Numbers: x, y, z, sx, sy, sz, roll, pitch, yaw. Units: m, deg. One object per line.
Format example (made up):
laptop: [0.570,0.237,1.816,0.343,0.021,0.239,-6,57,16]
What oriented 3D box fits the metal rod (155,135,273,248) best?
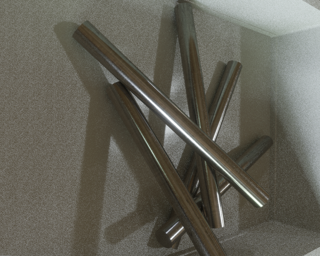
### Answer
metal rod: [0.100,0.078,0.468,0.302,0.025,0.025,-29,108,-43]

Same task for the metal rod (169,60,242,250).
metal rod: [0.067,0.028,0.462,0.025,0.025,0.300,36,68,-34]

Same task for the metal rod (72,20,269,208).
metal rod: [0.022,-0.008,0.366,0.300,0.025,0.025,43,63,-12]

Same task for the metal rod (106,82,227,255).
metal rod: [0.023,0.078,0.340,0.025,0.025,0.299,-23,78,-38]

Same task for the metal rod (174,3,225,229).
metal rod: [0.051,-0.022,0.412,0.025,0.025,0.298,0,79,-40]
